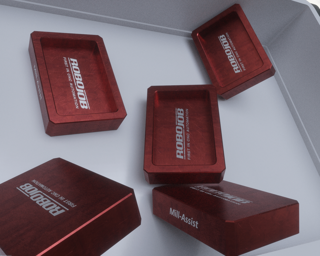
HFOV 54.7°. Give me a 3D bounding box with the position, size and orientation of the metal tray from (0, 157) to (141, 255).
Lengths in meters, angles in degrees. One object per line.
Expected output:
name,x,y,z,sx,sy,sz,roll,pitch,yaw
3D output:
metal tray,-0.090,0.068,0.254,0.091,0.130,0.030,-28,116,-37

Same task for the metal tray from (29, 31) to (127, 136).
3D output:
metal tray,-0.103,-0.058,0.381,0.091,0.030,0.130,-6,65,-31

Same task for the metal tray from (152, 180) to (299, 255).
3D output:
metal tray,0.061,0.083,0.322,0.091,0.130,0.030,-4,95,-30

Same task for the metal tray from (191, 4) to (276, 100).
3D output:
metal tray,0.114,-0.122,0.498,0.030,0.090,0.130,21,46,-58

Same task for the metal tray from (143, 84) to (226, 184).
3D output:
metal tray,0.028,0.004,0.386,0.091,0.030,0.130,-1,55,3
